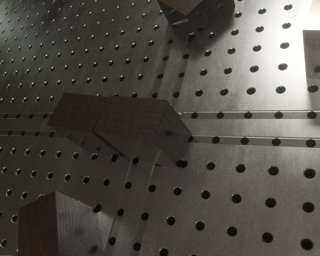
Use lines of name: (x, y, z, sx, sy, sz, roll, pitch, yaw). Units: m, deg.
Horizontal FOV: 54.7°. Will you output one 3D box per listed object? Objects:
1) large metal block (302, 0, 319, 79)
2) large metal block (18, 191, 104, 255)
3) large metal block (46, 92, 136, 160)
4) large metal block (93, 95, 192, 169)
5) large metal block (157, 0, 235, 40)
large metal block: (0.195, -0.108, 0.337, 0.050, 0.080, 0.080, 13, 68, 33)
large metal block: (-0.110, 0.128, 0.350, 0.050, 0.080, 0.080, -27, 53, 11)
large metal block: (-0.087, -0.002, 0.418, 0.080, 0.080, 0.050, 9, 67, 32)
large metal block: (-0.018, 0.005, 0.378, 0.080, 0.080, 0.050, 8, 66, 31)
large metal block: (0.055, -0.197, 0.483, 0.080, 0.050, 0.080, -43, 51, -2)
